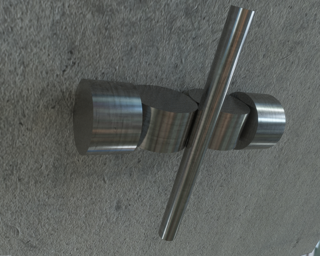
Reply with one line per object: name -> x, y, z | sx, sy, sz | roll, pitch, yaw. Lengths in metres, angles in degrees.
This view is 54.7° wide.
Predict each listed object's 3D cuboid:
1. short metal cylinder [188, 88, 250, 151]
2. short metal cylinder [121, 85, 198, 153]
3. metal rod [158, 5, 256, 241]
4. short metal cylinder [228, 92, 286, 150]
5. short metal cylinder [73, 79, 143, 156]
short metal cylinder -> 0.069, -0.013, 0.402 | 0.081, 0.080, 0.050 | 1, 118, -29
short metal cylinder -> -0.001, -0.013, 0.364 | 0.081, 0.080, 0.050 | 1, 118, -29
metal rod -> 0.045, 0.014, 0.362 | 0.025, 0.025, 0.298 | 1, 118, -29
short metal cylinder -> 0.126, -0.010, 0.436 | 0.050, 0.080, 0.079 | 1, 118, -29
short metal cylinder -> -0.059, -0.011, 0.334 | 0.050, 0.080, 0.079 | 1, 118, -29
